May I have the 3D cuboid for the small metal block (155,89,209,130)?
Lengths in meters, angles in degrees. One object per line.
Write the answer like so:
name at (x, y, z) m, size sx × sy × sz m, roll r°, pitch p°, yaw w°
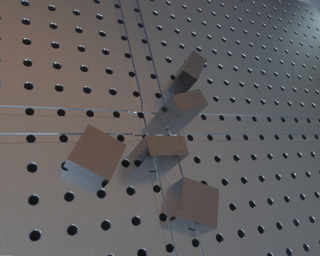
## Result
small metal block at (0.030, -0.025, 0.425) m, size 0.050 × 0.050 × 0.025 m, roll -16°, pitch 71°, yaw -35°

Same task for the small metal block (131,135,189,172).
small metal block at (-0.001, 0.031, 0.374) m, size 0.050 × 0.050 × 0.025 m, roll 2°, pitch 61°, yaw -28°

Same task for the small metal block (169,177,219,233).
small metal block at (0.042, 0.094, 0.376) m, size 0.050 × 0.025 × 0.050 m, roll 22°, pitch 53°, yaw -15°

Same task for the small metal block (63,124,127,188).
small metal block at (-0.073, 0.032, 0.351) m, size 0.050 × 0.025 × 0.050 m, roll 30°, pitch 52°, yaw -10°

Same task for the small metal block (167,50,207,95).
small metal block at (0.040, -0.079, 0.464) m, size 0.025 × 0.050 × 0.050 m, roll 33°, pitch 51°, yaw -7°
